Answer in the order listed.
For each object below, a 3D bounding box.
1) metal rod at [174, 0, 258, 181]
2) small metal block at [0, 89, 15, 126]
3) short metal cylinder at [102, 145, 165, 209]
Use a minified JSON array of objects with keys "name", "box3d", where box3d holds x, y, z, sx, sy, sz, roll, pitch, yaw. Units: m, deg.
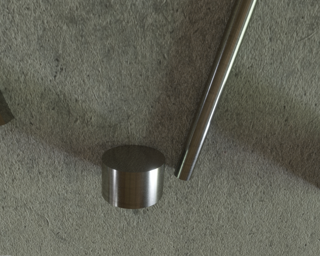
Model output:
[{"name":"metal rod","box3d":[0.074,-0.067,0.385,0.025,0.025,0.298,16,109,-6]},{"name":"small metal block","box3d":[-0.227,-0.024,0.399,0.050,0.025,0.050,-16,110,5]},{"name":"short metal cylinder","box3d":[-0.035,0.061,0.403,0.081,0.080,0.050,3,110,-1]}]
